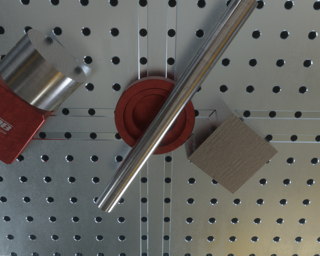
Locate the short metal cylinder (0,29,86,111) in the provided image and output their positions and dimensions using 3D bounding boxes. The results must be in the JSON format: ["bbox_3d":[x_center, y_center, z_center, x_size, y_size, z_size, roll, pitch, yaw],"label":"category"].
[{"bbox_3d":[-0.134,-0.066,0.358,0.050,0.080,0.080,-41,105,13],"label":"short metal cylinder"}]

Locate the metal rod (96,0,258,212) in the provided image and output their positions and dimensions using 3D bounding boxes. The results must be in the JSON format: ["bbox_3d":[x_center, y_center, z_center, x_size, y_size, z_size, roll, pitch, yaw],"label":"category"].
[{"bbox_3d":[0.010,-0.017,0.362,0.025,0.025,0.299,31,107,-11],"label":"metal rod"}]

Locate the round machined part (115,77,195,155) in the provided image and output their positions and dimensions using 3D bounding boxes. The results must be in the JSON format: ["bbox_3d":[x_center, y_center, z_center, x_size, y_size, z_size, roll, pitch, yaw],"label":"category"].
[{"bbox_3d":[-0.006,-0.018,0.397,0.099,0.042,0.097,0,110,0],"label":"round machined part"}]

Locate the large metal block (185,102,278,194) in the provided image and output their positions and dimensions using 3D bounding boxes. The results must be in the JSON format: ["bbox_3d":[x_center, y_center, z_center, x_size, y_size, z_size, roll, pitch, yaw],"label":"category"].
[{"bbox_3d":[0.091,0.026,0.410,0.080,0.050,0.080,38,106,-13],"label":"large metal block"}]

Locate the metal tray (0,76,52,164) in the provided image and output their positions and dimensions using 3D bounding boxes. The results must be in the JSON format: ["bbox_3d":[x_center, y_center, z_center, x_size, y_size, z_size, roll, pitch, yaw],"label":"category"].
[{"bbox_3d":[-0.222,-0.024,0.400,0.130,0.030,0.090,38,106,-13],"label":"metal tray"}]
